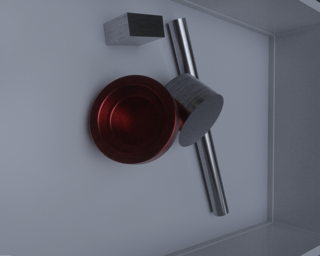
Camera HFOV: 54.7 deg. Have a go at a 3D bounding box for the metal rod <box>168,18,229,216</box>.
[{"bbox_3d":[0.060,-0.008,0.459,0.025,0.025,0.298,-24,106,-38],"label":"metal rod"}]

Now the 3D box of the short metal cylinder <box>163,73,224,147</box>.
[{"bbox_3d":[0.035,-0.023,0.397,0.080,0.050,0.080,-36,150,-24],"label":"short metal cylinder"}]

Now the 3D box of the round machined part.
[{"bbox_3d":[-0.026,-0.007,0.352,0.042,0.098,0.097,34,64,-73],"label":"round machined part"}]

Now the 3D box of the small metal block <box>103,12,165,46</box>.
[{"bbox_3d":[-0.031,-0.115,0.366,0.050,0.050,0.025,-12,98,-40],"label":"small metal block"}]
